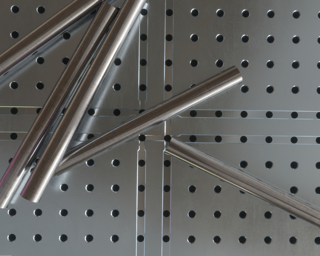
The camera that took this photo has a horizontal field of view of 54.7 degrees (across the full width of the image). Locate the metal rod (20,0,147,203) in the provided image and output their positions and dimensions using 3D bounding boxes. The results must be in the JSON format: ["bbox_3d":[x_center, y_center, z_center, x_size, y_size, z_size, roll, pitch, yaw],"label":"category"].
[{"bbox_3d":[-0.093,-0.047,0.397,0.025,0.025,0.299,27,84,-1],"label":"metal rod"}]

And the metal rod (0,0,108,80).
[{"bbox_3d":[-0.125,-0.145,0.411,0.301,0.025,0.025,-37,90,-1],"label":"metal rod"}]

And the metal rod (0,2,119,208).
[{"bbox_3d":[-0.140,-0.030,0.411,0.025,0.025,0.299,30,90,-1],"label":"metal rod"}]

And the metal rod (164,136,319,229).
[{"bbox_3d":[0.146,0.088,0.415,0.301,0.025,0.025,26,90,-1],"label":"metal rod"}]

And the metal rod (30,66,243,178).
[{"bbox_3d":[-0.030,-0.004,0.412,0.301,0.025,0.025,-27,90,-1],"label":"metal rod"}]
